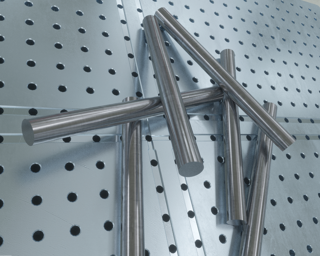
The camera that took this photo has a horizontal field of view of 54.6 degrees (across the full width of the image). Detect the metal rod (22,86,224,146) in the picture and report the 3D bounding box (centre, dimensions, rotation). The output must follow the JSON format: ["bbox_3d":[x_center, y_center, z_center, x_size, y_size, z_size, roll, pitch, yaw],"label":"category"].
[{"bbox_3d":[-0.015,-0.025,0.384,0.302,0.025,0.025,-16,70,-44],"label":"metal rod"}]

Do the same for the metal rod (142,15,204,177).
[{"bbox_3d":[0.007,-0.066,0.402,0.025,0.025,0.300,11,42,-22],"label":"metal rod"}]

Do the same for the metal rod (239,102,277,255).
[{"bbox_3d":[0.141,0.075,0.437,0.025,0.025,0.300,30,52,-9],"label":"metal rod"}]

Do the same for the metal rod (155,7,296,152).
[{"bbox_3d":[0.091,-0.084,0.482,0.025,0.025,0.300,-26,68,-37],"label":"metal rod"}]

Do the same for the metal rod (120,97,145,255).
[{"bbox_3d":[-0.030,0.095,0.333,0.025,0.025,0.299,11,57,-23],"label":"metal rod"}]

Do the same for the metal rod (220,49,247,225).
[{"bbox_3d":[0.108,-0.007,0.469,0.025,0.025,0.300,18,55,-18],"label":"metal rod"}]
